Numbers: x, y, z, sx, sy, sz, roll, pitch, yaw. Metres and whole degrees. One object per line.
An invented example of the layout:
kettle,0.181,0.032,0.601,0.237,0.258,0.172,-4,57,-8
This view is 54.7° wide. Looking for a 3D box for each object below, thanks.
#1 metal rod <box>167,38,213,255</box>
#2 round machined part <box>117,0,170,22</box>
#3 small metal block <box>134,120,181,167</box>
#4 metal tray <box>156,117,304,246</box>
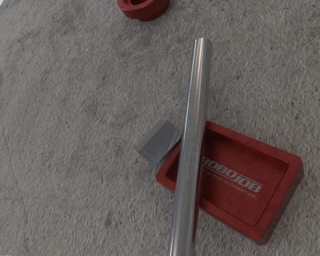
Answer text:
metal rod,0.034,0.023,0.332,0.025,0.025,0.300,-5,59,25
round machined part,-0.022,-0.227,0.544,0.098,0.042,0.098,-13,56,21
small metal block,-0.003,0.017,0.378,0.050,0.025,0.050,-48,8,-6
metal tray,0.071,0.050,0.332,0.130,0.030,0.090,25,75,36
